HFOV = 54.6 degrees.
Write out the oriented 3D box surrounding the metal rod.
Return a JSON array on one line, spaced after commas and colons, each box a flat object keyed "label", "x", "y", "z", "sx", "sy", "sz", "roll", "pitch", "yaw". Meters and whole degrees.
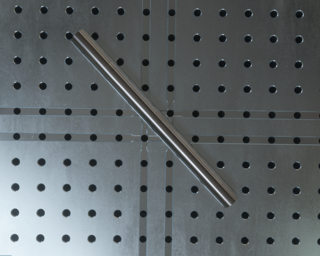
[{"label": "metal rod", "x": -0.007, "y": -0.012, "z": 0.414, "sx": 0.025, "sy": 0.025, "sz": 0.300, "roll": -43, "pitch": 90, "yaw": 0}]
